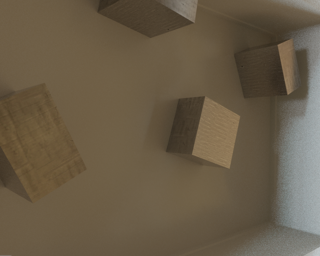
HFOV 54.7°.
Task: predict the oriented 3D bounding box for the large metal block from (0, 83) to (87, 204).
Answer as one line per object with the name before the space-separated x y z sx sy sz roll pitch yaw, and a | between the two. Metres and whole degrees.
large metal block | -0.120 0.011 0.270 0.050 0.080 0.080 -34 111 -35

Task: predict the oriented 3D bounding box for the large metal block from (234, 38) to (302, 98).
large metal block | 0.181 -0.098 0.522 0.050 0.080 0.080 -28 108 -36

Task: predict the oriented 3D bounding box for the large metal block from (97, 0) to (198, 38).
large metal block | -0.013 -0.151 0.359 0.081 0.080 0.050 14 82 -39

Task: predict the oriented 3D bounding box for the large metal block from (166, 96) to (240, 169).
large metal block | 0.063 0.008 0.443 0.080 0.050 0.080 23 76 -38
